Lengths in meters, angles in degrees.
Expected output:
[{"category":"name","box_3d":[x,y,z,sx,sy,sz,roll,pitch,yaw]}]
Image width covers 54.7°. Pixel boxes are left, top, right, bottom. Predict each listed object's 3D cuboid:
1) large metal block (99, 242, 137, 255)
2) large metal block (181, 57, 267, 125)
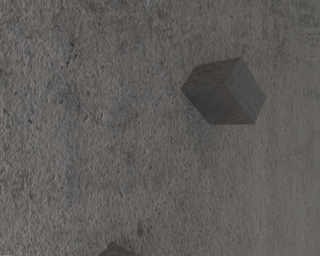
[{"category":"large metal block","box_3d":[-0.051,0.192,0.346,0.080,0.050,0.080,-41,115,-32]},{"category":"large metal block","box_3d":[0.092,-0.049,0.445,0.080,0.080,0.050,47,62,-30]}]
